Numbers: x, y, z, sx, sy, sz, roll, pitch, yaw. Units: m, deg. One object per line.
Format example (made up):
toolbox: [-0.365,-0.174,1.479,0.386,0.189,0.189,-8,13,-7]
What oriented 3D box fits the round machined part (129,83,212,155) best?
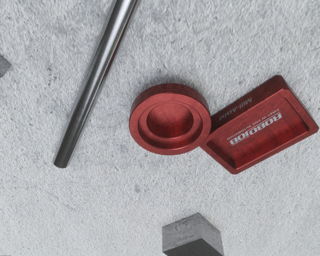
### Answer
round machined part: [0.012,-0.015,0.384,0.099,0.042,0.097,0,130,0]

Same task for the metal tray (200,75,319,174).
metal tray: [0.124,0.002,0.406,0.130,0.030,0.090,-35,123,25]

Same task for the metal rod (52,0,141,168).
metal rod: [-0.077,-0.054,0.360,0.025,0.025,0.298,20,127,-17]

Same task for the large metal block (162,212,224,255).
large metal block: [0.060,0.209,0.570,0.080,0.050,0.080,-29,125,22]

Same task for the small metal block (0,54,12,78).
small metal block: [-0.207,-0.071,0.345,0.050,0.025,0.050,-26,126,20]
